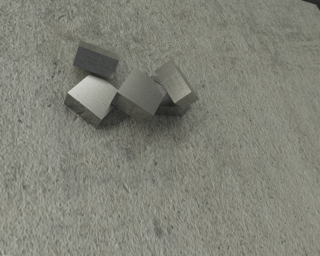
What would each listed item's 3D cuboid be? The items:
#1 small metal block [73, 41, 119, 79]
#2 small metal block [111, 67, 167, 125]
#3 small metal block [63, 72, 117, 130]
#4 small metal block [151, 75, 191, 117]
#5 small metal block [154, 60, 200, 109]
[{"bbox_3d":[-0.083,-0.089,0.401,0.050,0.025,0.050,17,18,-19],"label":"small metal block"},{"bbox_3d":[-0.025,-0.040,0.384,0.050,0.025,0.050,33,51,-7],"label":"small metal block"},{"bbox_3d":[-0.081,-0.035,0.384,0.050,0.025,0.050,39,51,-3],"label":"small metal block"},{"bbox_3d":[0.010,-0.044,0.440,0.050,0.025,0.050,2,61,-28],"label":"small metal block"},{"bbox_3d":[0.023,-0.056,0.405,0.050,0.025,0.050,59,13,14],"label":"small metal block"}]
